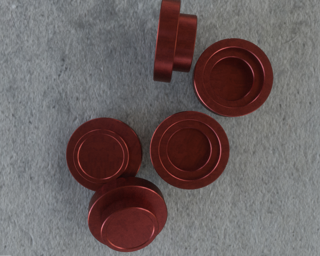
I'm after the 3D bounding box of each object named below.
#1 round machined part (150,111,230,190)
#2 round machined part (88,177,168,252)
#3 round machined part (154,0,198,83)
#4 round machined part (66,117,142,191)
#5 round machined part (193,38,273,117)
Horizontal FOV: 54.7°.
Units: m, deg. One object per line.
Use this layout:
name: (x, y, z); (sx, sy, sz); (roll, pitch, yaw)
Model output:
round machined part: (0.037, 0.027, 0.402); (0.099, 0.042, 0.097); (0, 90, -1)
round machined part: (-0.039, 0.113, 0.382); (0.099, 0.042, 0.097); (-5, 115, -10)
round machined part: (0.019, -0.103, 0.374); (0.042, 0.098, 0.097); (7, 90, 0)
round machined part: (-0.073, 0.035, 0.401); (0.099, 0.042, 0.097); (0, 90, -1)
round machined part: (0.091, -0.063, 0.403); (0.099, 0.042, 0.097); (0, 90, -1)
